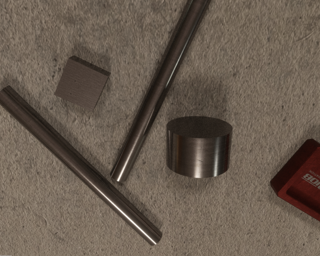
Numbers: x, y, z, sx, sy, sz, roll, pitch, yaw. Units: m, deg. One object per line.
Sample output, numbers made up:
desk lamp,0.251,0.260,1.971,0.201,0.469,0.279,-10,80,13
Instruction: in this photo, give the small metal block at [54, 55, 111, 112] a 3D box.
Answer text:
small metal block,-0.096,-0.056,0.388,0.050,0.025,0.050,25,108,-9

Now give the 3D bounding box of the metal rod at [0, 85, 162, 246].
metal rod,-0.103,0.061,0.430,0.025,0.025,0.300,-38,106,13

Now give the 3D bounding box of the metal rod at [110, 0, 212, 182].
metal rod,0.003,-0.060,0.387,0.025,0.025,0.298,23,108,-9

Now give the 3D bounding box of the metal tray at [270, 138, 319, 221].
metal tray,0.238,0.085,0.441,0.130,0.030,0.090,31,107,-11

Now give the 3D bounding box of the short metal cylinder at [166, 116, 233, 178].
short metal cylinder,0.048,0.021,0.389,0.081,0.080,0.050,0,110,-1
